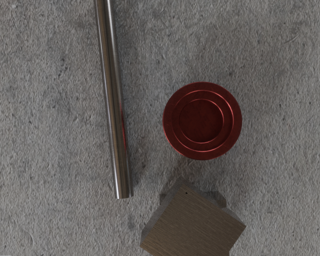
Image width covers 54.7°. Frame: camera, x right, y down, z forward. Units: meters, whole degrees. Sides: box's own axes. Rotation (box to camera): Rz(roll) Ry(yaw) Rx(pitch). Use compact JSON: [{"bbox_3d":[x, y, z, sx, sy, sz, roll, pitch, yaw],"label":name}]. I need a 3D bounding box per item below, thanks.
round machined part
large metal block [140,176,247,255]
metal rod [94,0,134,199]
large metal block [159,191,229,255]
[{"bbox_3d":[0.052,-0.009,0.402,0.099,0.042,0.097,0,90,-1],"label":"round machined part"},{"bbox_3d":[0.035,0.113,0.348,0.080,0.050,0.080,34,90,-1],"label":"large metal block"},{"bbox_3d":[-0.063,-0.058,0.409,0.025,0.025,0.298,-6,90,0],"label":"metal rod"},{"bbox_3d":[0.042,0.128,0.398,0.081,0.050,0.079,-3,90,-1],"label":"large metal block"}]
